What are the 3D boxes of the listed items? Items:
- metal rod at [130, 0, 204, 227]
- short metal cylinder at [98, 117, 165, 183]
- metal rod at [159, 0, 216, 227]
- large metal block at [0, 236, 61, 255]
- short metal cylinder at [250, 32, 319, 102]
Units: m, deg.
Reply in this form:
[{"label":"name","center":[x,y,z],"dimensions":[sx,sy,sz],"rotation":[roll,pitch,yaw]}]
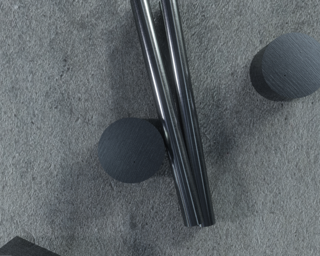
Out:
[{"label":"metal rod","center":[0.008,-0.025,0.399],"dimensions":[0.025,0.025,0.298],"rotation":[-14,86,0]},{"label":"short metal cylinder","center":[-0.034,0.027,0.397],"dimensions":[0.081,0.050,0.079],"rotation":[0,90,0]},{"label":"metal rod","center":[0.036,-0.020,0.410],"dimensions":[0.025,0.025,0.298],"rotation":[-10,90,0]},{"label":"large metal block","center":[-0.169,0.186,0.381],"dimensions":[0.080,0.080,0.050],"rotation":[25,90,0]},{"label":"short metal cylinder","center":[0.163,-0.076,0.399],"dimensions":[0.081,0.050,0.079],"rotation":[0,90,0]}]
